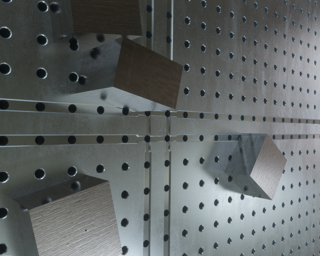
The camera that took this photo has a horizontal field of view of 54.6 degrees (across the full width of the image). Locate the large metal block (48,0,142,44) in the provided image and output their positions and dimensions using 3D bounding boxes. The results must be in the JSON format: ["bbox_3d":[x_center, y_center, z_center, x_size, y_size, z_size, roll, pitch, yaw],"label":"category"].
[{"bbox_3d":[-0.070,-0.136,0.333,0.081,0.050,0.080,-11,97,-39],"label":"large metal block"}]

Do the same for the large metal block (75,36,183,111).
[{"bbox_3d":[-0.034,-0.053,0.343,0.080,0.080,0.050,17,80,-39],"label":"large metal block"}]

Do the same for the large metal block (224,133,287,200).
[{"bbox_3d":[0.165,0.065,0.530,0.080,0.050,0.080,44,64,-31],"label":"large metal block"}]

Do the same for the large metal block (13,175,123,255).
[{"bbox_3d":[-0.092,0.101,0.315,0.081,0.050,0.080,-15,100,-39],"label":"large metal block"}]
